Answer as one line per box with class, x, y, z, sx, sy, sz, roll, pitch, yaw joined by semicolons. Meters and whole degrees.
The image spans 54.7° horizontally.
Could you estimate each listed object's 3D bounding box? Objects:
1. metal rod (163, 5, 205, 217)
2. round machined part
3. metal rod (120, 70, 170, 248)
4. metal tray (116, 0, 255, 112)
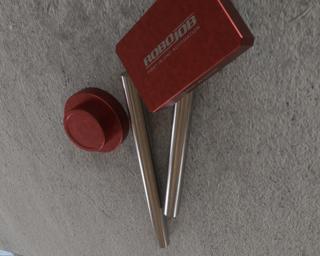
metal rod;0.026;0.003;0.393;0.025;0.025;0.298;16;125;18
round machined part;-0.097;-0.005;0.442;0.098;0.042;0.097;13;124;20
metal rod;-0.016;0.062;0.452;0.025;0.025;0.298;5;121;25
metal tray;0.018;-0.086;0.322;0.130;0.030;0.090;-35;80;38
